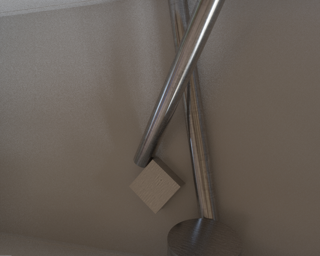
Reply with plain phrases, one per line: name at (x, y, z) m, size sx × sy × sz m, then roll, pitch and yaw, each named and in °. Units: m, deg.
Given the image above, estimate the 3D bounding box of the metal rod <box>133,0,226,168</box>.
metal rod at (0.026, -0.069, 0.337) m, size 0.025 × 0.025 × 0.298 m, roll 35°, pitch 125°, yaw 16°

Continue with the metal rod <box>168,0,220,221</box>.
metal rod at (0.042, -0.027, 0.395) m, size 0.025 × 0.025 × 0.298 m, roll -9°, pitch 87°, yaw 19°

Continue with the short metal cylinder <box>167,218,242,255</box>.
short metal cylinder at (0.048, 0.145, 0.344) m, size 0.080 × 0.080 × 0.050 m, roll 6°, pitch 107°, yaw 19°

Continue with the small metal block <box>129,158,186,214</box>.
small metal block at (-0.003, 0.076, 0.411) m, size 0.050 × 0.025 × 0.050 m, roll 44°, pitch 103°, yaw 14°
